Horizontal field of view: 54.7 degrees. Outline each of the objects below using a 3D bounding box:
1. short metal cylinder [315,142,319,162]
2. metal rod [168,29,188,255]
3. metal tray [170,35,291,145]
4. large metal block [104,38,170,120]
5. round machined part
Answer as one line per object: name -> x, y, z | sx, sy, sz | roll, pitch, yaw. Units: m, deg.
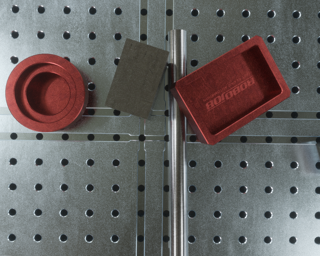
short metal cylinder -> 0.246, 0.037, 0.389 | 0.080, 0.080, 0.050 | -15, 90, 0
metal rod -> 0.024, 0.021, 0.413 | 0.025, 0.025, 0.298 | 0, 90, -1
metal tray -> 0.091, -0.048, 0.397 | 0.131, 0.030, 0.090 | -31, 96, -10
large metal block -> -0.026, -0.055, 0.386 | 0.050, 0.080, 0.080 | 18, 90, 0
round machined part -> -0.142, -0.044, 0.403 | 0.099, 0.042, 0.097 | 0, 90, -1
